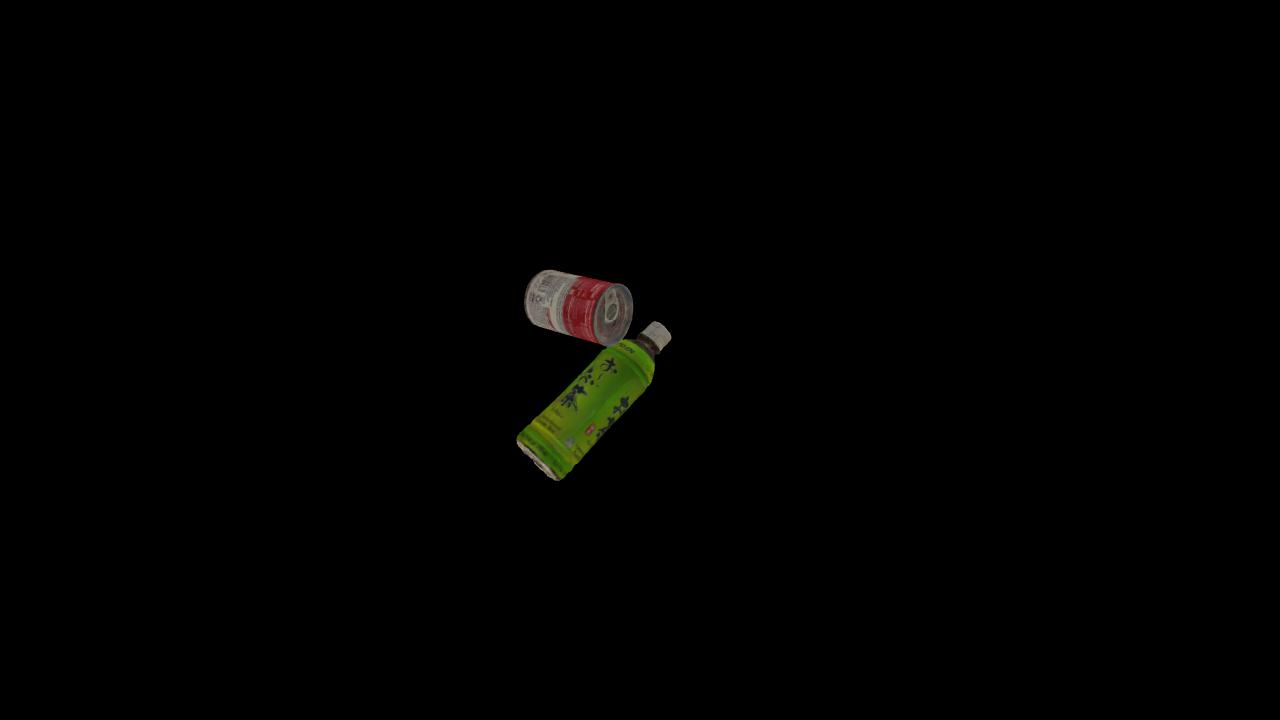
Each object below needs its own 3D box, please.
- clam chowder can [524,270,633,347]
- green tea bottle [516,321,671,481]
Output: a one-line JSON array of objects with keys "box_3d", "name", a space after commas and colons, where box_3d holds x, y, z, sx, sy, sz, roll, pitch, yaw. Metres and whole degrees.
[{"box_3d": [-0.068, -0.058, 0.669, 0.102, 0.068, 0.068, 16, 8, 31], "name": "clam chowder can"}, {"box_3d": [-0.044, 0.037, 0.695, 0.073, 0.212, 0.073, 37, -19, 15], "name": "green tea bottle"}]
